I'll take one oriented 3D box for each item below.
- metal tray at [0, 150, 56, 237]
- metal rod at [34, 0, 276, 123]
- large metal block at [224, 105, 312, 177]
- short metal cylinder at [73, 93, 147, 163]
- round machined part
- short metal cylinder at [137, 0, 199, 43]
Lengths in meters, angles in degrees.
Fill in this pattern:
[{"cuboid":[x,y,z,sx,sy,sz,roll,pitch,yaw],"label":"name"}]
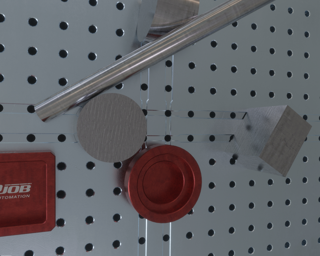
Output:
[{"cuboid":[-0.185,0.072,0.341,0.131,0.030,0.089,0,90,-20],"label":"metal tray"},{"cuboid":[-0.006,-0.086,0.354,0.301,0.025,0.025,-27,100,4],"label":"metal rod"},{"cuboid":[0.150,0.017,0.439,0.050,0.080,0.080,36,79,-17],"label":"large metal block"},{"cuboid":[-0.062,0.000,0.377,0.081,0.050,0.079,0,90,-20],"label":"short metal cylinder"},{"cuboid":[0.001,0.069,0.404,0.099,0.042,0.097,0,90,-20],"label":"round machined part"},{"cuboid":[0.008,-0.142,0.386,0.050,0.080,0.080,9,87,-20],"label":"short metal cylinder"}]
